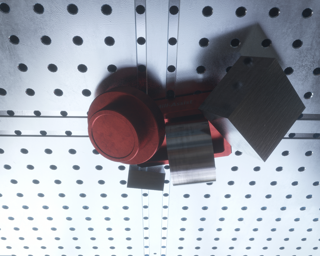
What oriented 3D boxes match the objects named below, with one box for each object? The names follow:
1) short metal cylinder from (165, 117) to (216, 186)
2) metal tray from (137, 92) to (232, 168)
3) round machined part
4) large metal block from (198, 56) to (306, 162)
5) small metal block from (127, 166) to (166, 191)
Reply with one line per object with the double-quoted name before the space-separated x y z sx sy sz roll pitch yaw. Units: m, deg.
"short metal cylinder" 0.037 0.029 0.379 0.050 0.080 0.080 -7 130 5
"metal tray" 0.025 0.004 0.409 0.131 0.030 0.090 -9 130 7
"round machined part" -0.047 0.002 0.372 0.098 0.042 0.097 10 117 20
"large metal block" 0.104 -0.022 0.347 0.080 0.050 0.080 -51 121 -8
"small metal block" -0.020 0.069 0.446 0.050 0.050 0.025 6 96 -5
